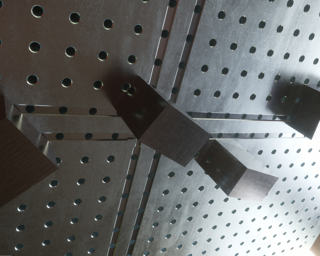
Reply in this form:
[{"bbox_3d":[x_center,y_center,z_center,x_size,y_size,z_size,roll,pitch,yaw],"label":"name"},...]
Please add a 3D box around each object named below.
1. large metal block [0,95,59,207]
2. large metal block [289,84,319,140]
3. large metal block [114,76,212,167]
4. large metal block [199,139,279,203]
[{"bbox_3d":[-0.167,0.027,0.321,0.080,0.050,0.080,-35,129,-6],"label":"large metal block"},{"bbox_3d":[0.284,-0.030,0.535,0.081,0.050,0.079,-6,121,-26],"label":"large metal block"},{"bbox_3d":[0.002,-0.008,0.374,0.080,0.080,0.050,33,100,-39],"label":"large metal block"},{"bbox_3d":[0.122,0.067,0.487,0.080,0.080,0.050,19,108,-36],"label":"large metal block"}]
